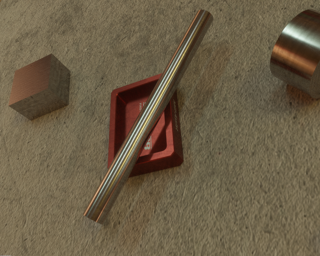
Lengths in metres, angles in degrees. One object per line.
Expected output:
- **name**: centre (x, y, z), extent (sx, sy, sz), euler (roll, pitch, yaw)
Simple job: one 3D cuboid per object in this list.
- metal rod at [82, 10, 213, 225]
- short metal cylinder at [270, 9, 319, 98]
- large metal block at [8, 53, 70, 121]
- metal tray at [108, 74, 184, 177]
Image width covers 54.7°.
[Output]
- **metal rod**: centre (-0.006, -0.026, 0.382), extent (0.025, 0.025, 0.300), euler (17, 70, 34)
- **short metal cylinder**: centre (0.166, -0.079, 0.330), extent (0.080, 0.080, 0.050), euler (-44, 51, -2)
- **large metal block**: centre (-0.206, -0.070, 0.536), extent (0.080, 0.050, 0.080), euler (-20, 54, 16)
- **metal tray**: centre (-0.021, -0.005, 0.413), extent (0.090, 0.030, 0.130), euler (-16, 55, 18)
